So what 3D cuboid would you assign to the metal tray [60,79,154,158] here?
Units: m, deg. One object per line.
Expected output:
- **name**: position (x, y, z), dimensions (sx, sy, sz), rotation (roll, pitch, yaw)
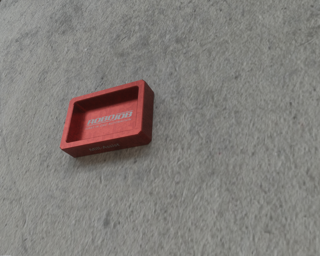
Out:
- **metal tray**: position (-0.075, -0.012, 0.445), dimensions (0.130, 0.030, 0.090), rotation (-11, 57, 21)
